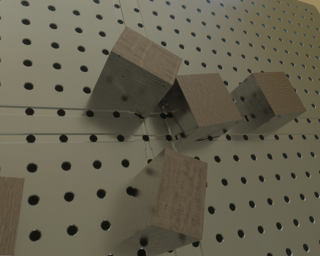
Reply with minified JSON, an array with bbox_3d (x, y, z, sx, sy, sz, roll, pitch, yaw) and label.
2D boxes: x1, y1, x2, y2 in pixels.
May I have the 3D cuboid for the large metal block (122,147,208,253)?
[{"bbox_3d":[0.005,0.079,0.329,0.050,0.080,0.080,22,53,-16],"label":"large metal block"}]

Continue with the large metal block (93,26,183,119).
[{"bbox_3d":[-0.030,-0.068,0.400,0.080,0.080,0.050,28,52,-11],"label":"large metal block"}]

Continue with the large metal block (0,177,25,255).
[{"bbox_3d":[-0.162,0.085,0.254,0.081,0.050,0.080,9,58,-24],"label":"large metal block"}]

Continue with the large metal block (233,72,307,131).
[{"bbox_3d":[0.185,-0.047,0.523,0.081,0.050,0.080,-8,66,-32],"label":"large metal block"}]

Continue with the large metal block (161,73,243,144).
[{"bbox_3d":[0.058,-0.030,0.443,0.081,0.050,0.080,-10,67,-33],"label":"large metal block"}]
